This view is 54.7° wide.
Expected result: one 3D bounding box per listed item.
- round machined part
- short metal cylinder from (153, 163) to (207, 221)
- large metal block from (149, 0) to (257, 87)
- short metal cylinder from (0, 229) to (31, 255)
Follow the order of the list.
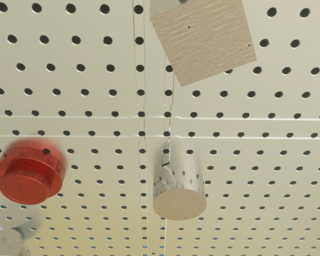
[{"bbox_3d":[-0.197,0.078,0.464,0.099,0.042,0.097,-1,130,0],"label":"round machined part"},{"bbox_3d":[0.029,0.100,0.481,0.081,0.050,0.079,0,130,0],"label":"short metal cylinder"},{"bbox_3d":[0.043,-0.099,0.312,0.080,0.050,0.080,-18,128,14],"label":"large metal block"},{"bbox_3d":[-0.288,0.236,0.572,0.081,0.080,0.050,-2,130,1],"label":"short metal cylinder"}]
